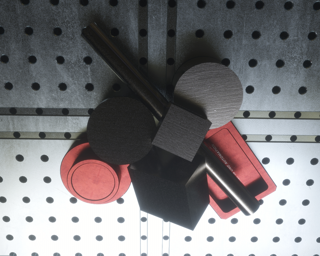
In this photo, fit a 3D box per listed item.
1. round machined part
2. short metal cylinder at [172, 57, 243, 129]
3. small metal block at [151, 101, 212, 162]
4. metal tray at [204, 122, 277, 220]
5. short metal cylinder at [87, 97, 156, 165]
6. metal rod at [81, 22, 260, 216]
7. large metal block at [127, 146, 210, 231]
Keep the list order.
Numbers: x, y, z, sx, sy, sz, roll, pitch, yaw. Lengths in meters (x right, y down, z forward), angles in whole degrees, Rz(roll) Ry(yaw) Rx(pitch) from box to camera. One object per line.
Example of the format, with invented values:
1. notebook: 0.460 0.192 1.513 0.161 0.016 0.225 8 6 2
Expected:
1. round machined part: -0.087 0.064 0.422 0.099 0.042 0.097 0 110 0
2. short metal cylinder: 0.056 -0.044 0.381 0.081 0.050 0.079 0 110 0
3. small metal block: 0.023 0.003 0.354 0.050 0.025 0.050 25 100 -9
4. metal tray: 0.088 0.055 0.427 0.090 0.030 0.130 -35 107 11
5. short metal cylinder: -0.048 0.002 0.385 0.081 0.050 0.079 -1 94 -8
6. metal rod: 0.017 -0.007 0.381 0.025 0.025 0.300 -41 96 13
7. large metal block: 0.013 0.073 0.395 0.080 0.050 0.080 12 131 31
